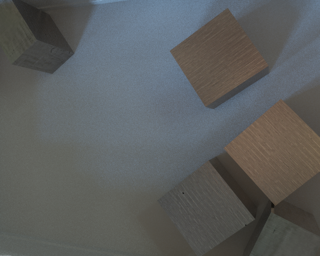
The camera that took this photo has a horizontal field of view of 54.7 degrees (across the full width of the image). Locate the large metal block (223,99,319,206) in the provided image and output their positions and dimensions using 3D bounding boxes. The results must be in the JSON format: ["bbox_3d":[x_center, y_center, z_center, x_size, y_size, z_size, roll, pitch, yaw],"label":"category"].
[{"bbox_3d":[0.132,0.026,0.349,0.080,0.050,0.080,-43,77,12],"label":"large metal block"}]

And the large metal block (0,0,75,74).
[{"bbox_3d":[-0.185,-0.131,0.446,0.050,0.080,0.080,-37,78,16],"label":"large metal block"}]

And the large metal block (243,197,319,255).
[{"bbox_3d":[0.128,0.128,0.336,0.050,0.080,0.080,25,99,18],"label":"large metal block"}]

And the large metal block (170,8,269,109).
[{"bbox_3d":[0.072,-0.079,0.372,0.080,0.050,0.080,-34,79,17],"label":"large metal block"}]

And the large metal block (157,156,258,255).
[{"bbox_3d":[0.058,0.093,0.376,0.080,0.050,0.080,-41,77,15],"label":"large metal block"}]
